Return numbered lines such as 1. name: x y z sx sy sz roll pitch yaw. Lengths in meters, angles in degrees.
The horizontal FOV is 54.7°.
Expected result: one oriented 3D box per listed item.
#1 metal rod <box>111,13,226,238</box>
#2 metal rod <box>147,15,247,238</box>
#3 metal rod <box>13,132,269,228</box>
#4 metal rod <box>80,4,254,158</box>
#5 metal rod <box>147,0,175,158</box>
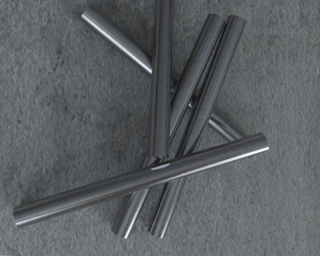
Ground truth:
1. metal rod: 0.011 -0.003 0.393 0.025 0.025 0.299 24 89 -19
2. metal rod: 0.047 -0.001 0.405 0.025 0.025 0.298 20 92 -19
3. metal rod: -0.016 0.059 0.367 0.302 0.025 0.025 -16 96 -6
4. metal rod: 0.024 -0.053 0.418 0.301 0.025 0.025 38 78 -17
5. metal rod: 0.004 -0.113 0.388 0.025 0.025 0.298 6 80 -20
